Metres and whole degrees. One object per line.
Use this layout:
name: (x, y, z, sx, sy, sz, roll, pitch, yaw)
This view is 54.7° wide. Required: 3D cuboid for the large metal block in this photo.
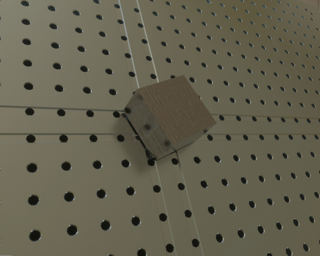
large metal block: (0.013, -0.015, 0.406, 0.081, 0.050, 0.080, -23, 74, -37)
